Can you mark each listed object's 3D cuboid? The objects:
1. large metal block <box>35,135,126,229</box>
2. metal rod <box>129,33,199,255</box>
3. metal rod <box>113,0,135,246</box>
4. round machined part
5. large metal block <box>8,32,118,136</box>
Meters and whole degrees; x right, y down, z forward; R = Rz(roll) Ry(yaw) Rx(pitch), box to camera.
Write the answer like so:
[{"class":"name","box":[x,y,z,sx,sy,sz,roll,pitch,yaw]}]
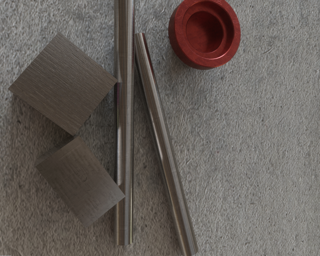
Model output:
[{"class":"large metal block","box":[-0.091,0.054,0.347,0.050,0.080,0.080,-38,103,-16]},{"class":"metal rod","box":[0.005,0.026,0.411,0.025,0.025,0.298,-16,96,-20]},{"class":"metal rod","box":[-0.044,-0.005,0.383,0.025,0.025,0.298,-1,94,-20]},{"class":"round machined part","box":[0.057,-0.127,0.422,0.099,0.042,0.097,0,90,-21]},{"class":"large metal block","box":[-0.109,-0.047,0.356,0.080,0.050,0.080,39,77,-16]}]
